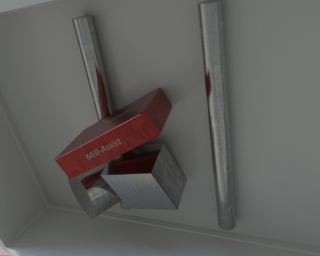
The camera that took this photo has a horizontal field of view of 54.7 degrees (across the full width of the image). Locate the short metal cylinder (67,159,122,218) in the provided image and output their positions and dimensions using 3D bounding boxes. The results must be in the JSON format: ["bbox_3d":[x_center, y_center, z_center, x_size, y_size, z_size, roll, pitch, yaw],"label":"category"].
[{"bbox_3d":[-0.101,0.092,0.481,0.080,0.050,0.079,34,139,37],"label":"short metal cylinder"}]

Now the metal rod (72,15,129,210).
[{"bbox_3d":[-0.073,-0.003,0.443,0.025,0.025,0.298,5,121,25],"label":"metal rod"}]

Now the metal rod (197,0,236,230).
[{"bbox_3d":[0.072,0.006,0.373,0.025,0.025,0.298,4,121,26],"label":"metal rod"}]

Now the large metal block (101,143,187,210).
[{"bbox_3d":[-0.020,0.070,0.432,0.080,0.050,0.080,-8,131,31],"label":"large metal block"}]

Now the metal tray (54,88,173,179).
[{"bbox_3d":[-0.053,0.005,0.375,0.130,0.090,0.030,-27,106,21],"label":"metal tray"}]
